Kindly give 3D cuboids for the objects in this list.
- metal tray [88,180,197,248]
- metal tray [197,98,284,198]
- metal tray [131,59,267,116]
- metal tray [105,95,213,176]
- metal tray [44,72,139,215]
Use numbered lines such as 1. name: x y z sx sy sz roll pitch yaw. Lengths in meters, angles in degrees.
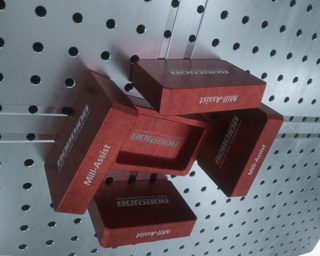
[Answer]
1. metal tray: -0.027 0.111 0.423 0.131 0.090 0.030 4 117 -30
2. metal tray: 0.107 0.021 0.439 0.030 0.090 0.129 4 116 -31
3. metal tray: 0.043 -0.051 0.360 0.131 0.090 0.030 -6 121 -25
4. metal tray: -0.002 0.015 0.414 0.131 0.030 0.089 12 112 -34
5. metal tray: -0.080 0.015 0.334 0.030 0.090 0.129 20 108 -35
